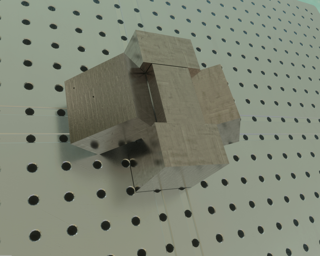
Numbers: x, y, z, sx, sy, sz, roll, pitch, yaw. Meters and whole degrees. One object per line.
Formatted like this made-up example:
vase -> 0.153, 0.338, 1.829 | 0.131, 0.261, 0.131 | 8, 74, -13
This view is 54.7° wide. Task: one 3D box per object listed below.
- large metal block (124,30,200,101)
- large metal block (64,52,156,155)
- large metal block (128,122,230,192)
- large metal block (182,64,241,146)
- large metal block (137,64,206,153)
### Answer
large metal block -> -0.006, -0.079, 0.418 | 0.081, 0.080, 0.050 | 1, 62, -28
large metal block -> -0.056, -0.025, 0.351 | 0.050, 0.080, 0.080 | 37, 36, -59
large metal block -> 0.018, 0.035, 0.361 | 0.081, 0.080, 0.050 | 1, 62, -28
large metal block -> 0.070, -0.025, 0.416 | 0.050, 0.080, 0.080 | -16, 64, 6
large metal block -> 0.004, -0.021, 0.388 | 0.050, 0.080, 0.080 | 1, 61, -28
